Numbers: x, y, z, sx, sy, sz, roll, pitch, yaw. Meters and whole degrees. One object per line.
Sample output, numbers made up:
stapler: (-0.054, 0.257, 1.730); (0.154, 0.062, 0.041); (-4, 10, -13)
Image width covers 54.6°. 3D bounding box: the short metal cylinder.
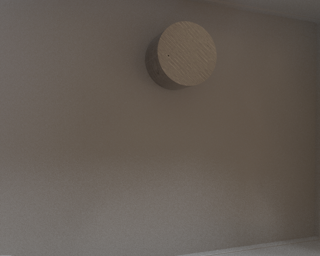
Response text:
short metal cylinder: (0.026, -0.092, 0.407); (0.081, 0.050, 0.080); (0, 90, -20)
